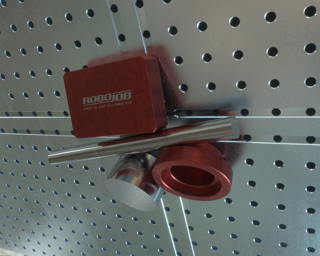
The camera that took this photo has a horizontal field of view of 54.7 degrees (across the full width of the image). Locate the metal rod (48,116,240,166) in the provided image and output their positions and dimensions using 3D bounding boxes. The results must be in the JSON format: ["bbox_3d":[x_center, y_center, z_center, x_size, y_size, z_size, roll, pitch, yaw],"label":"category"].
[{"bbox_3d":[-0.043,0.023,0.413,0.300,0.025,0.025,-11,113,32],"label":"metal rod"}]

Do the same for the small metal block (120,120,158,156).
[{"bbox_3d":[-0.029,0.014,0.445,0.050,0.025,0.050,17,125,18],"label":"small metal block"}]

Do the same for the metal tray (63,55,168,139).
[{"bbox_3d":[-0.060,-0.036,0.397,0.130,0.030,0.089,-5,97,29],"label":"metal tray"}]

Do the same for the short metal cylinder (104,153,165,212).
[{"bbox_3d":[-0.031,0.076,0.441,0.080,0.050,0.080,19,145,14],"label":"short metal cylinder"}]

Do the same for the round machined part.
[{"bbox_3d":[0.043,0.051,0.393,0.098,0.042,0.097,11,143,9],"label":"round machined part"}]
